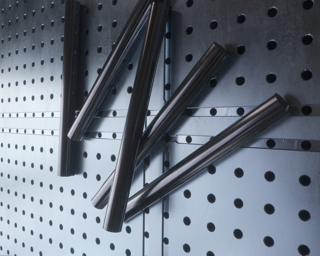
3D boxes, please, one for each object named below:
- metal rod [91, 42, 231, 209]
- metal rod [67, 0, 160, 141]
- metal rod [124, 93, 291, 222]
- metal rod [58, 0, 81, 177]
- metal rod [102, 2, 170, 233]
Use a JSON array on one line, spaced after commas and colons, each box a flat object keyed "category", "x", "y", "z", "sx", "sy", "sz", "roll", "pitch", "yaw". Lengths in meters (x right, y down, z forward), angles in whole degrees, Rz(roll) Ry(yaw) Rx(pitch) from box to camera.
[{"category": "metal rod", "x": -0.013, "y": 0.014, "z": 0.418, "sx": 0.298, "sy": 0.025, "sz": 0.025, "roll": -51, "pitch": 60, "yaw": 27}, {"category": "metal rod", "x": -0.068, "y": -0.097, "z": 0.462, "sx": 0.025, "sy": 0.025, "sz": 0.298, "roll": 49, "pitch": 119, "yaw": 28}, {"category": "metal rod", "x": 0.025, "y": 0.057, "z": 0.386, "sx": 0.299, "sy": 0.025, "sz": 0.025, "roll": -40, "pitch": 66, "yaw": 32}, {"category": "metal rod", "x": -0.157, "y": -0.066, "z": 0.535, "sx": 0.025, "sy": 0.025, "sz": 0.298, "roll": 6, "pitch": 94, "yaw": 39}, {"category": "metal rod", "x": -0.031, "y": -0.015, "z": 0.405, "sx": 0.025, "sy": 0.025, "sz": 0.298, "roll": 11, "pitch": 89, "yaw": 39}]
